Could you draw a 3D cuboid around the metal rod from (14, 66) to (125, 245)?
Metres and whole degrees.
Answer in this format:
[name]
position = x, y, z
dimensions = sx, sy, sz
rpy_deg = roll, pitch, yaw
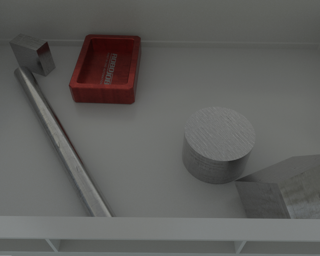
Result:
[metal rod]
position = -0.128, 0.013, 0.392
dimensions = 0.025, 0.025, 0.300
rpy_deg = -26, 55, -21

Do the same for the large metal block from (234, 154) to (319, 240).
[large metal block]
position = 0.135, 0.063, 0.309
dimensions = 0.081, 0.080, 0.050
rpy_deg = -19, 86, -16

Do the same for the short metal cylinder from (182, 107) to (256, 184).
[short metal cylinder]
position = 0.068, 0.020, 0.373
dimensions = 0.081, 0.050, 0.080
rpy_deg = 0, 50, 0

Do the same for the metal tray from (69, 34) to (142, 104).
[metal tray]
position = -0.079, -0.095, 0.479
dimensions = 0.091, 0.030, 0.130
rpy_deg = 2, 50, 1

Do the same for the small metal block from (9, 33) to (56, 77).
[small metal block]
position = -0.197, -0.113, 0.481
dimensions = 0.050, 0.050, 0.025
rpy_deg = 19, 53, 15
